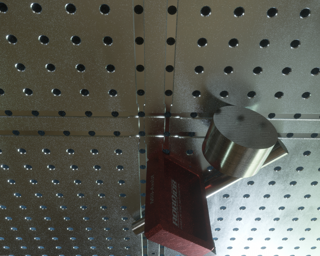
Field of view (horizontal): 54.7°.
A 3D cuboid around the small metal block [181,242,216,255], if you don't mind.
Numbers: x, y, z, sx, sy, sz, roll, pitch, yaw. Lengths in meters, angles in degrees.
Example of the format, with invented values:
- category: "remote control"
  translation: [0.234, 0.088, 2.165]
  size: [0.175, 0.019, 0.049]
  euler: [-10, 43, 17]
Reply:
- category: "small metal block"
  translation: [0.076, 0.240, 0.617]
  size: [0.050, 0.025, 0.050]
  euler: [-32, 124, 23]

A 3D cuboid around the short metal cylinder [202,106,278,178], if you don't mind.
- category: "short metal cylinder"
  translation: [0.099, 0.016, 0.391]
  size: [0.081, 0.080, 0.050]
  euler: [8, 130, -8]

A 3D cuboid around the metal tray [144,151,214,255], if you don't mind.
- category: "metal tray"
  translation: [0.025, 0.102, 0.430]
  size: [0.090, 0.130, 0.030]
  euler: [31, 123, -24]

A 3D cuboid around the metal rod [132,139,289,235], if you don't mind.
- category: "metal rod"
  translation: [0.065, 0.105, 0.502]
  size: [0.299, 0.025, 0.025]
  euler: [-36, 122, 26]
